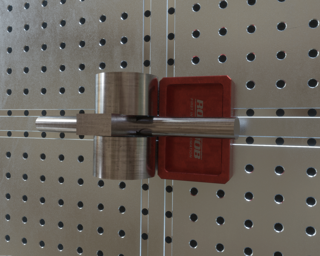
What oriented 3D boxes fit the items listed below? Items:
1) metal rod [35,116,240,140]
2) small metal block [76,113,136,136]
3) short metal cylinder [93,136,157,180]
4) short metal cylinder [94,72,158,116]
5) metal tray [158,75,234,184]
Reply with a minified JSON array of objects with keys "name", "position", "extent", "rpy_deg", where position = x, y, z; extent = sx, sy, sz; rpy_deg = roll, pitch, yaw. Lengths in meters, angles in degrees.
[{"name":"metal rod","position":[-0.049,-0.003,0.405],"extent":[0.300,0.025,0.025],"rpy_deg":[1,91,28]},{"name":"small metal block","position":[-0.063,-0.004,0.371],"extent":[0.050,0.050,0.025],"rpy_deg":[1,91,28]},{"name":"short metal cylinder","position":[-0.045,0.035,0.399],"extent":[0.080,0.080,0.050],"rpy_deg":[2,91,20]},{"name":"short metal cylinder","position":[-0.043,-0.040,0.397],"extent":[0.080,0.080,0.050],"rpy_deg":[1,91,20]},{"name":"metal tray","position":[0.045,0.001,0.394],"extent":[0.090,0.030,0.129],"rpy_deg":[1,90,19]}]
